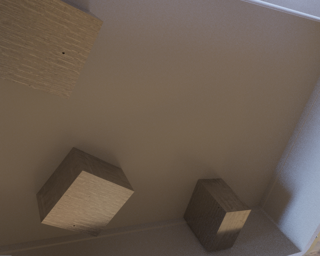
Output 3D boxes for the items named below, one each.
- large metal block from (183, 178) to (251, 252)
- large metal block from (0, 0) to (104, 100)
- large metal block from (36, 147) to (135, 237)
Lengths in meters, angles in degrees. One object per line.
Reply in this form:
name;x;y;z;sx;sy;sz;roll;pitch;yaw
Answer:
large metal block;0.091;0.140;0.509;0.050;0.080;0.079;3;117;-30
large metal block;-0.111;-0.082;0.281;0.081;0.050;0.080;17;109;-35
large metal block;-0.094;0.082;0.392;0.080;0.050;0.080;33;100;-38
